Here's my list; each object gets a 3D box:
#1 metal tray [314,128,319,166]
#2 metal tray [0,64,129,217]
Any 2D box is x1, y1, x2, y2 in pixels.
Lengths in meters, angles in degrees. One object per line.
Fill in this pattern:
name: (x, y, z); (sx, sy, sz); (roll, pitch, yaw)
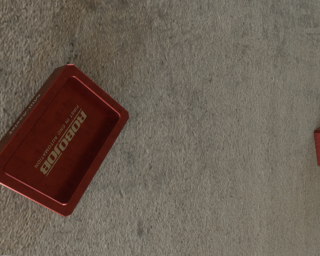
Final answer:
metal tray: (0.423, 0.032, 0.755); (0.131, 0.030, 0.089); (-21, 103, -38)
metal tray: (-0.099, 0.012, 0.317); (0.090, 0.030, 0.130); (43, 64, -32)
